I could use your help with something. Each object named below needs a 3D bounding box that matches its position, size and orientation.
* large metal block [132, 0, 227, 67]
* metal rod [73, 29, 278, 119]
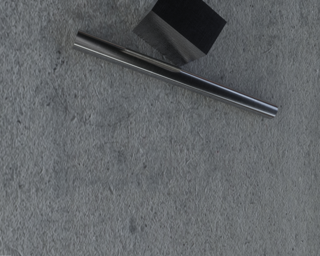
[{"bbox_3d":[0.021,-0.127,0.388,0.080,0.080,0.050,35,79,-17],"label":"large metal block"},{"bbox_3d":[0.035,-0.066,0.422,0.302,0.025,0.025,17,85,-20],"label":"metal rod"}]
